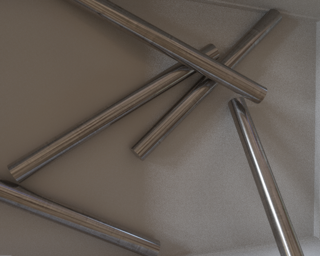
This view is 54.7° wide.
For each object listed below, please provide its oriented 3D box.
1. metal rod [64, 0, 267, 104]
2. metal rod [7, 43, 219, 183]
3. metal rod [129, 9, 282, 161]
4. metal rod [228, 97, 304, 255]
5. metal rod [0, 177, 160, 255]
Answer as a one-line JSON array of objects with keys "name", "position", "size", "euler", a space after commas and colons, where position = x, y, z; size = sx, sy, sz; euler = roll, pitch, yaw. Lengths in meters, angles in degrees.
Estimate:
[{"name": "metal rod", "position": [0.004, -0.109, 0.390], "size": [0.301, 0.025, 0.025], "euler": [26, 81, -11]}, {"name": "metal rod", "position": [-0.045, -0.028, 0.393], "size": [0.302, 0.025, 0.025], "euler": [-34, 101, -17]}, {"name": "metal rod", "position": [0.073, -0.069, 0.436], "size": [0.301, 0.025, 0.025], "euler": [-45, 104, -15]}, {"name": "metal rod", "position": [0.141, 0.092, 0.387], "size": [0.025, 0.025, 0.299], "euler": [-2, 62, -20]}, {"name": "metal rod", "position": [-0.133, 0.093, 0.361], "size": [0.301, 0.025, 0.025], "euler": [28, 81, -18]}]
